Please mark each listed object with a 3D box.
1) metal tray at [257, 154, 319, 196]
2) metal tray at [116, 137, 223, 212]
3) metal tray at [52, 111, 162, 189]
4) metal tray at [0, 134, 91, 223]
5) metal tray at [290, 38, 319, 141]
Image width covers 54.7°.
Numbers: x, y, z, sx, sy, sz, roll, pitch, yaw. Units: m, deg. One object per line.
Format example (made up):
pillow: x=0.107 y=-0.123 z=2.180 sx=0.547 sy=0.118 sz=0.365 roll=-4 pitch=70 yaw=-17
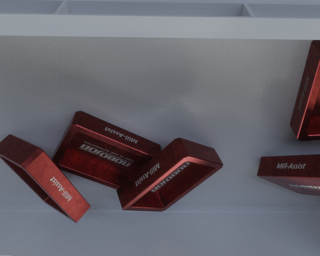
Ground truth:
metal tray: x=0.208 y=0.066 z=0.414 sx=0.091 sy=0.030 sz=0.130 roll=23 pitch=165 yaw=-18
metal tray: x=0.013 y=0.071 z=0.437 sx=0.130 sy=0.030 sz=0.090 roll=-43 pitch=142 yaw=24
metal tray: x=-0.075 y=0.039 z=0.437 sx=0.131 sy=0.030 sz=0.089 roll=24 pitch=126 yaw=-20
metal tray: x=-0.163 y=0.072 z=0.433 sx=0.090 sy=0.030 sz=0.130 roll=14 pitch=142 yaw=39
metal tray: x=0.217 y=-0.043 z=0.370 sx=0.091 sy=0.030 sz=0.129 roll=-3 pitch=130 yaw=2
